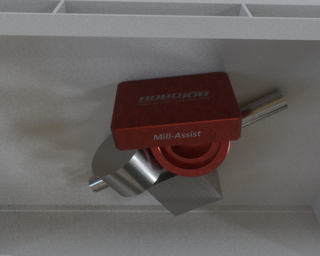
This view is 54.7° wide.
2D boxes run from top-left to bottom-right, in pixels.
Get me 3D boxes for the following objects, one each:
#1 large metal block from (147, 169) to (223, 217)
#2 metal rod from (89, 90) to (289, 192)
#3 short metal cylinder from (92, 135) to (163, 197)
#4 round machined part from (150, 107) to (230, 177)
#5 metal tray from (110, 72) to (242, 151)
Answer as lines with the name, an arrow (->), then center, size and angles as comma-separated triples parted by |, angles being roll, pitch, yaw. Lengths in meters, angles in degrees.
large metal block -> 0.035, 0.077, 0.455 | 0.080, 0.050, 0.080 | -26, 126, 20
metal rod -> 0.025, 0.026, 0.430 | 0.300, 0.025, 0.025 | -26, 126, 20
short metal cylinder -> -0.042, 0.043, 0.407 | 0.080, 0.080, 0.050 | -27, 125, 20
round machined part -> 0.038, 0.008, 0.385 | 0.098, 0.042, 0.097 | 4, 106, 14
metal tray -> 0.016, -0.021, 0.345 | 0.131, 0.090, 0.030 | -5, 130, 3
